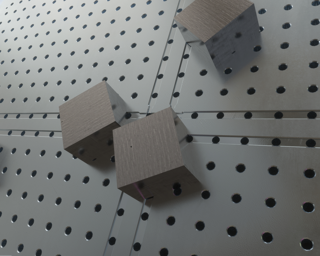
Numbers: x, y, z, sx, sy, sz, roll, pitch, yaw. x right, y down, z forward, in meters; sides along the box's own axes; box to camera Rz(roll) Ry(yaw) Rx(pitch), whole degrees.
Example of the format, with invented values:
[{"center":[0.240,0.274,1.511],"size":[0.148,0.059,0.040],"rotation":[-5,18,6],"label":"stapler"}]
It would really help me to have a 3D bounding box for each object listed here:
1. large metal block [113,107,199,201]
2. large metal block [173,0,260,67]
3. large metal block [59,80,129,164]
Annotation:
[{"center":[-0.007,0.032,0.375],"size":[0.080,0.050,0.080],"rotation":[-21,54,15],"label":"large metal block"},{"center":[0.080,-0.147,0.440],"size":[0.080,0.050,0.080],"rotation":[-39,51,2],"label":"large metal block"},{"center":[-0.093,-0.009,0.444],"size":[0.080,0.050,0.080],"rotation":[-28,52,10],"label":"large metal block"}]
